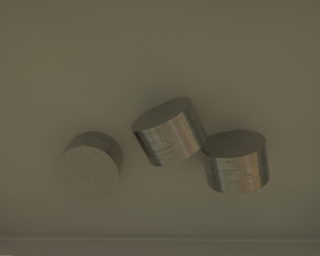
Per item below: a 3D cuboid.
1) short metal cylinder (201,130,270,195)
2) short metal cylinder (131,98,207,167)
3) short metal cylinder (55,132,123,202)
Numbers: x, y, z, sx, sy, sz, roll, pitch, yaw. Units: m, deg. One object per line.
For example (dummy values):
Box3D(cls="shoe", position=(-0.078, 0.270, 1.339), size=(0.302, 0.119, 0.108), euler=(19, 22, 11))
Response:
Box3D(cls="short metal cylinder", position=(0.096, 0.042, 0.398), size=(0.080, 0.080, 0.050), euler=(-12, 110, 4))
Box3D(cls="short metal cylinder", position=(0.011, 0.004, 0.383), size=(0.080, 0.080, 0.050), euler=(-24, 108, 8))
Box3D(cls="short metal cylinder", position=(-0.093, 0.051, 0.416), size=(0.081, 0.050, 0.079), euler=(0, 110, 0))
